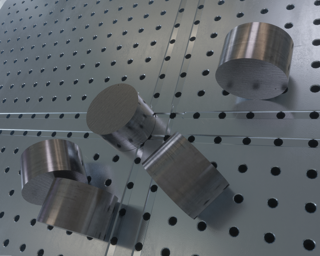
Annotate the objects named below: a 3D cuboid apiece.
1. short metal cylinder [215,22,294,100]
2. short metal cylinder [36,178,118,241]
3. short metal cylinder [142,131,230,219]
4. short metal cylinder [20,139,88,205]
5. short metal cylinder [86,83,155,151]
[{"bbox_3d":[0.110,-0.076,0.361,0.080,0.080,0.050,4,64,30],"label":"short metal cylinder"},{"bbox_3d":[-0.095,0.096,0.364,0.080,0.080,0.050,3,63,29],"label":"short metal cylinder"},{"bbox_3d":[0.027,0.049,0.329,0.050,0.080,0.080,-44,51,-2],"label":"short metal cylinder"},{"bbox_3d":[-0.140,0.060,0.410,0.080,0.080,0.050,-30,52,9],"label":"short metal cylinder"},{"bbox_3d":[-0.054,-0.015,0.429,0.080,0.050,0.080,-13,56,21],"label":"short metal cylinder"}]
